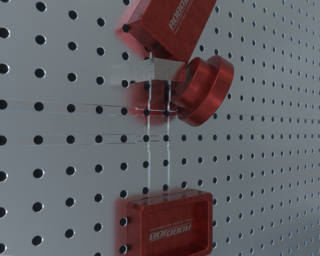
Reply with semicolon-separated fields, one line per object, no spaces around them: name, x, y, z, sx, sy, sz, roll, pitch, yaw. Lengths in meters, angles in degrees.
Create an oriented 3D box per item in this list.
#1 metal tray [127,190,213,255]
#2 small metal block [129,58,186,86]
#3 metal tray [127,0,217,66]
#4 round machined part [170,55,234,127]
metal tray;0.018;0.138;0.421;0.131;0.030;0.089;0;90;-40
small metal block;-0.003;-0.069;0.390;0.050;0.050;0.025;-2;92;-40
metal tray;0.021;-0.159;0.424;0.090;0.030;0.130;38;67;-34
round machined part;0.049;-0.054;0.408;0.042;0.098;0.098;29;71;-15
